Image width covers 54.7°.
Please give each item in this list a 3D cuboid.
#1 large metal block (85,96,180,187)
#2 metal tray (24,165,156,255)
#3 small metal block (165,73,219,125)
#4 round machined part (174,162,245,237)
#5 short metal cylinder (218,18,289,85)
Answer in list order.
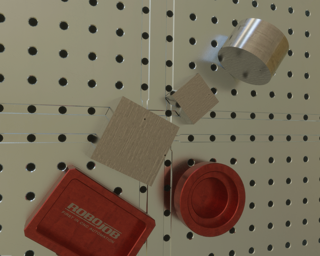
[{"bbox_3d":[-0.035,0.016,0.386,0.080,0.050,0.080,29,81,-18],"label":"large metal block"},{"bbox_3d":[-0.082,0.118,0.379,0.130,0.030,0.090,38,78,-16],"label":"metal tray"},{"bbox_3d":[0.045,-0.040,0.429,0.050,0.025,0.050,-41,103,-15],"label":"small metal block"},{"bbox_3d":[0.064,0.095,0.427,0.099,0.042,0.097,0,90,-20],"label":"round machined part"},{"bbox_3d":[0.129,-0.104,0.430,0.080,0.080,0.050,38,78,-16],"label":"short metal cylinder"}]
